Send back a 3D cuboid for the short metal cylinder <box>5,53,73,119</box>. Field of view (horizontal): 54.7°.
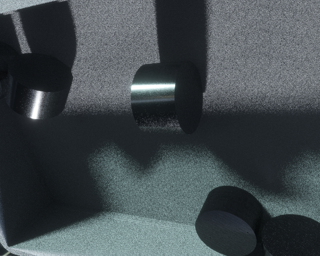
[{"bbox_3d":[-0.166,-0.058,0.425,0.080,0.080,0.050,35,129,5],"label":"short metal cylinder"}]

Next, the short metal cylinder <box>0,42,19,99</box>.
[{"bbox_3d":[-0.253,-0.086,0.473,0.080,0.050,0.079,13,124,21],"label":"short metal cylinder"}]

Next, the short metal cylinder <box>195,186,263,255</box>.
[{"bbox_3d":[0.094,0.126,0.421,0.080,0.050,0.079,13,124,21],"label":"short metal cylinder"}]

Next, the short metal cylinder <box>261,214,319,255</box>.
[{"bbox_3d":[0.167,0.153,0.380,0.080,0.080,0.050,4,120,26],"label":"short metal cylinder"}]

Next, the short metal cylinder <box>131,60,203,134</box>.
[{"bbox_3d":[0.010,-0.033,0.347,0.050,0.080,0.080,1,119,28],"label":"short metal cylinder"}]
